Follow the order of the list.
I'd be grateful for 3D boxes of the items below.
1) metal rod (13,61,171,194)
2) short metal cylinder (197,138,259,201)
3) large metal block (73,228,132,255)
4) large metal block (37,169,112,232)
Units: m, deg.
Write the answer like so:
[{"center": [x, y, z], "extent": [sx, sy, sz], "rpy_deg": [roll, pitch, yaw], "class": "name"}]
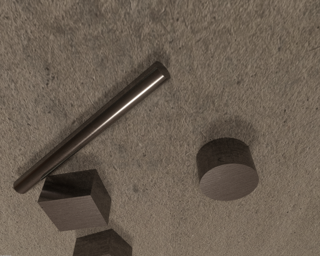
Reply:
[{"center": [-0.106, 0.013, 0.416], "extent": [0.299, 0.025, 0.025], "rpy_deg": [-36, 122, 26], "class": "metal rod"}, {"center": [0.095, 0.060, 0.443], "extent": [0.081, 0.050, 0.079], "rpy_deg": [0, 130, 0], "class": "short metal cylinder"}, {"center": [-0.110, 0.246, 0.599], "extent": [0.080, 0.050, 0.080], "rpy_deg": [-20, 128, 15], "class": "large metal block"}, {"center": [-0.130, 0.115, 0.487], "extent": [0.080, 0.050, 0.080], "rpy_deg": [-9, 130, 7], "class": "large metal block"}]
